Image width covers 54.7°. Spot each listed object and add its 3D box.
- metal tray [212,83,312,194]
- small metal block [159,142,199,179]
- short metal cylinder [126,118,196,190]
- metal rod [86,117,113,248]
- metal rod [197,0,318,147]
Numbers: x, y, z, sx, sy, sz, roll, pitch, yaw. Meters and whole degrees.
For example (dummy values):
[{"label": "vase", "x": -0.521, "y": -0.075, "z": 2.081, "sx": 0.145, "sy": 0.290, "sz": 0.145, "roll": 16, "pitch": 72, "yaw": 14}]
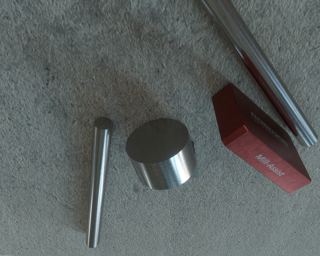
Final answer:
[{"label": "metal tray", "x": 0.122, "y": 0.013, "z": 0.377, "sx": 0.130, "sy": 0.090, "sz": 0.030, "roll": 34, "pitch": 122, "yaw": -26}, {"label": "small metal block", "x": 0.028, "y": 0.050, "z": 0.450, "sx": 0.050, "sy": 0.025, "sz": 0.050, "roll": -8, "pitch": 130, "yaw": 6}, {"label": "short metal cylinder", "x": 0.002, "y": 0.032, "z": 0.399, "sx": 0.080, "sy": 0.080, "sz": 0.050, "roll": -11, "pitch": 129, "yaw": 9}, {"label": "metal rod", "x": -0.101, "y": 0.105, "z": 0.495, "sx": 0.025, "sy": 0.025, "sz": 0.298, "roll": 8, "pitch": 130, "yaw": -7}, {"label": "metal rod", "x": 0.108, "y": -0.073, "z": 0.346, "sx": 0.025, "sy": 0.025, "sz": 0.300, "roll": -32, "pitch": 124, "yaw": 24}]
